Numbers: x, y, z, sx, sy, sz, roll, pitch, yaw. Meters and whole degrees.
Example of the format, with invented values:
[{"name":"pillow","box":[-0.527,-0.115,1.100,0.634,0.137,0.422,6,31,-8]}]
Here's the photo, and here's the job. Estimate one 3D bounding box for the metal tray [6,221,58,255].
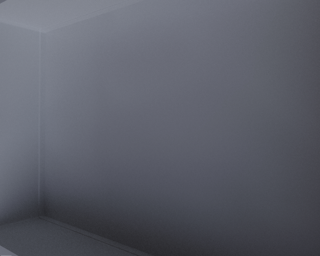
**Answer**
[{"name":"metal tray","box":[-0.257,0.256,0.614,0.130,0.030,0.089,22,104,37]}]
